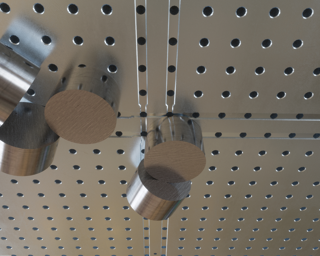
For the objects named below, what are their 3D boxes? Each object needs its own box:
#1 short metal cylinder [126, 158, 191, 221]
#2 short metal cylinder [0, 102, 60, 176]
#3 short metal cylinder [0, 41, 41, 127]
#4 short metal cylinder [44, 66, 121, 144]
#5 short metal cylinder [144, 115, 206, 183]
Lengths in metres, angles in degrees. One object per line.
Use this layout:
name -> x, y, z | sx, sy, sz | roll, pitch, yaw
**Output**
short metal cylinder -> -0.002, 0.085, 0.448 | 0.081, 0.080, 0.050 | 18, 128, -15
short metal cylinder -> -0.168, 0.013, 0.385 | 0.081, 0.080, 0.050 | 18, 128, -15
short metal cylinder -> -0.174, -0.048, 0.333 | 0.050, 0.080, 0.080 | 35, 122, -26
short metal cylinder -> -0.090, -0.027, 0.372 | 0.081, 0.050, 0.079 | 0, 130, 0
short metal cylinder -> 0.019, 0.029, 0.420 | 0.081, 0.050, 0.079 | 0, 130, 0
